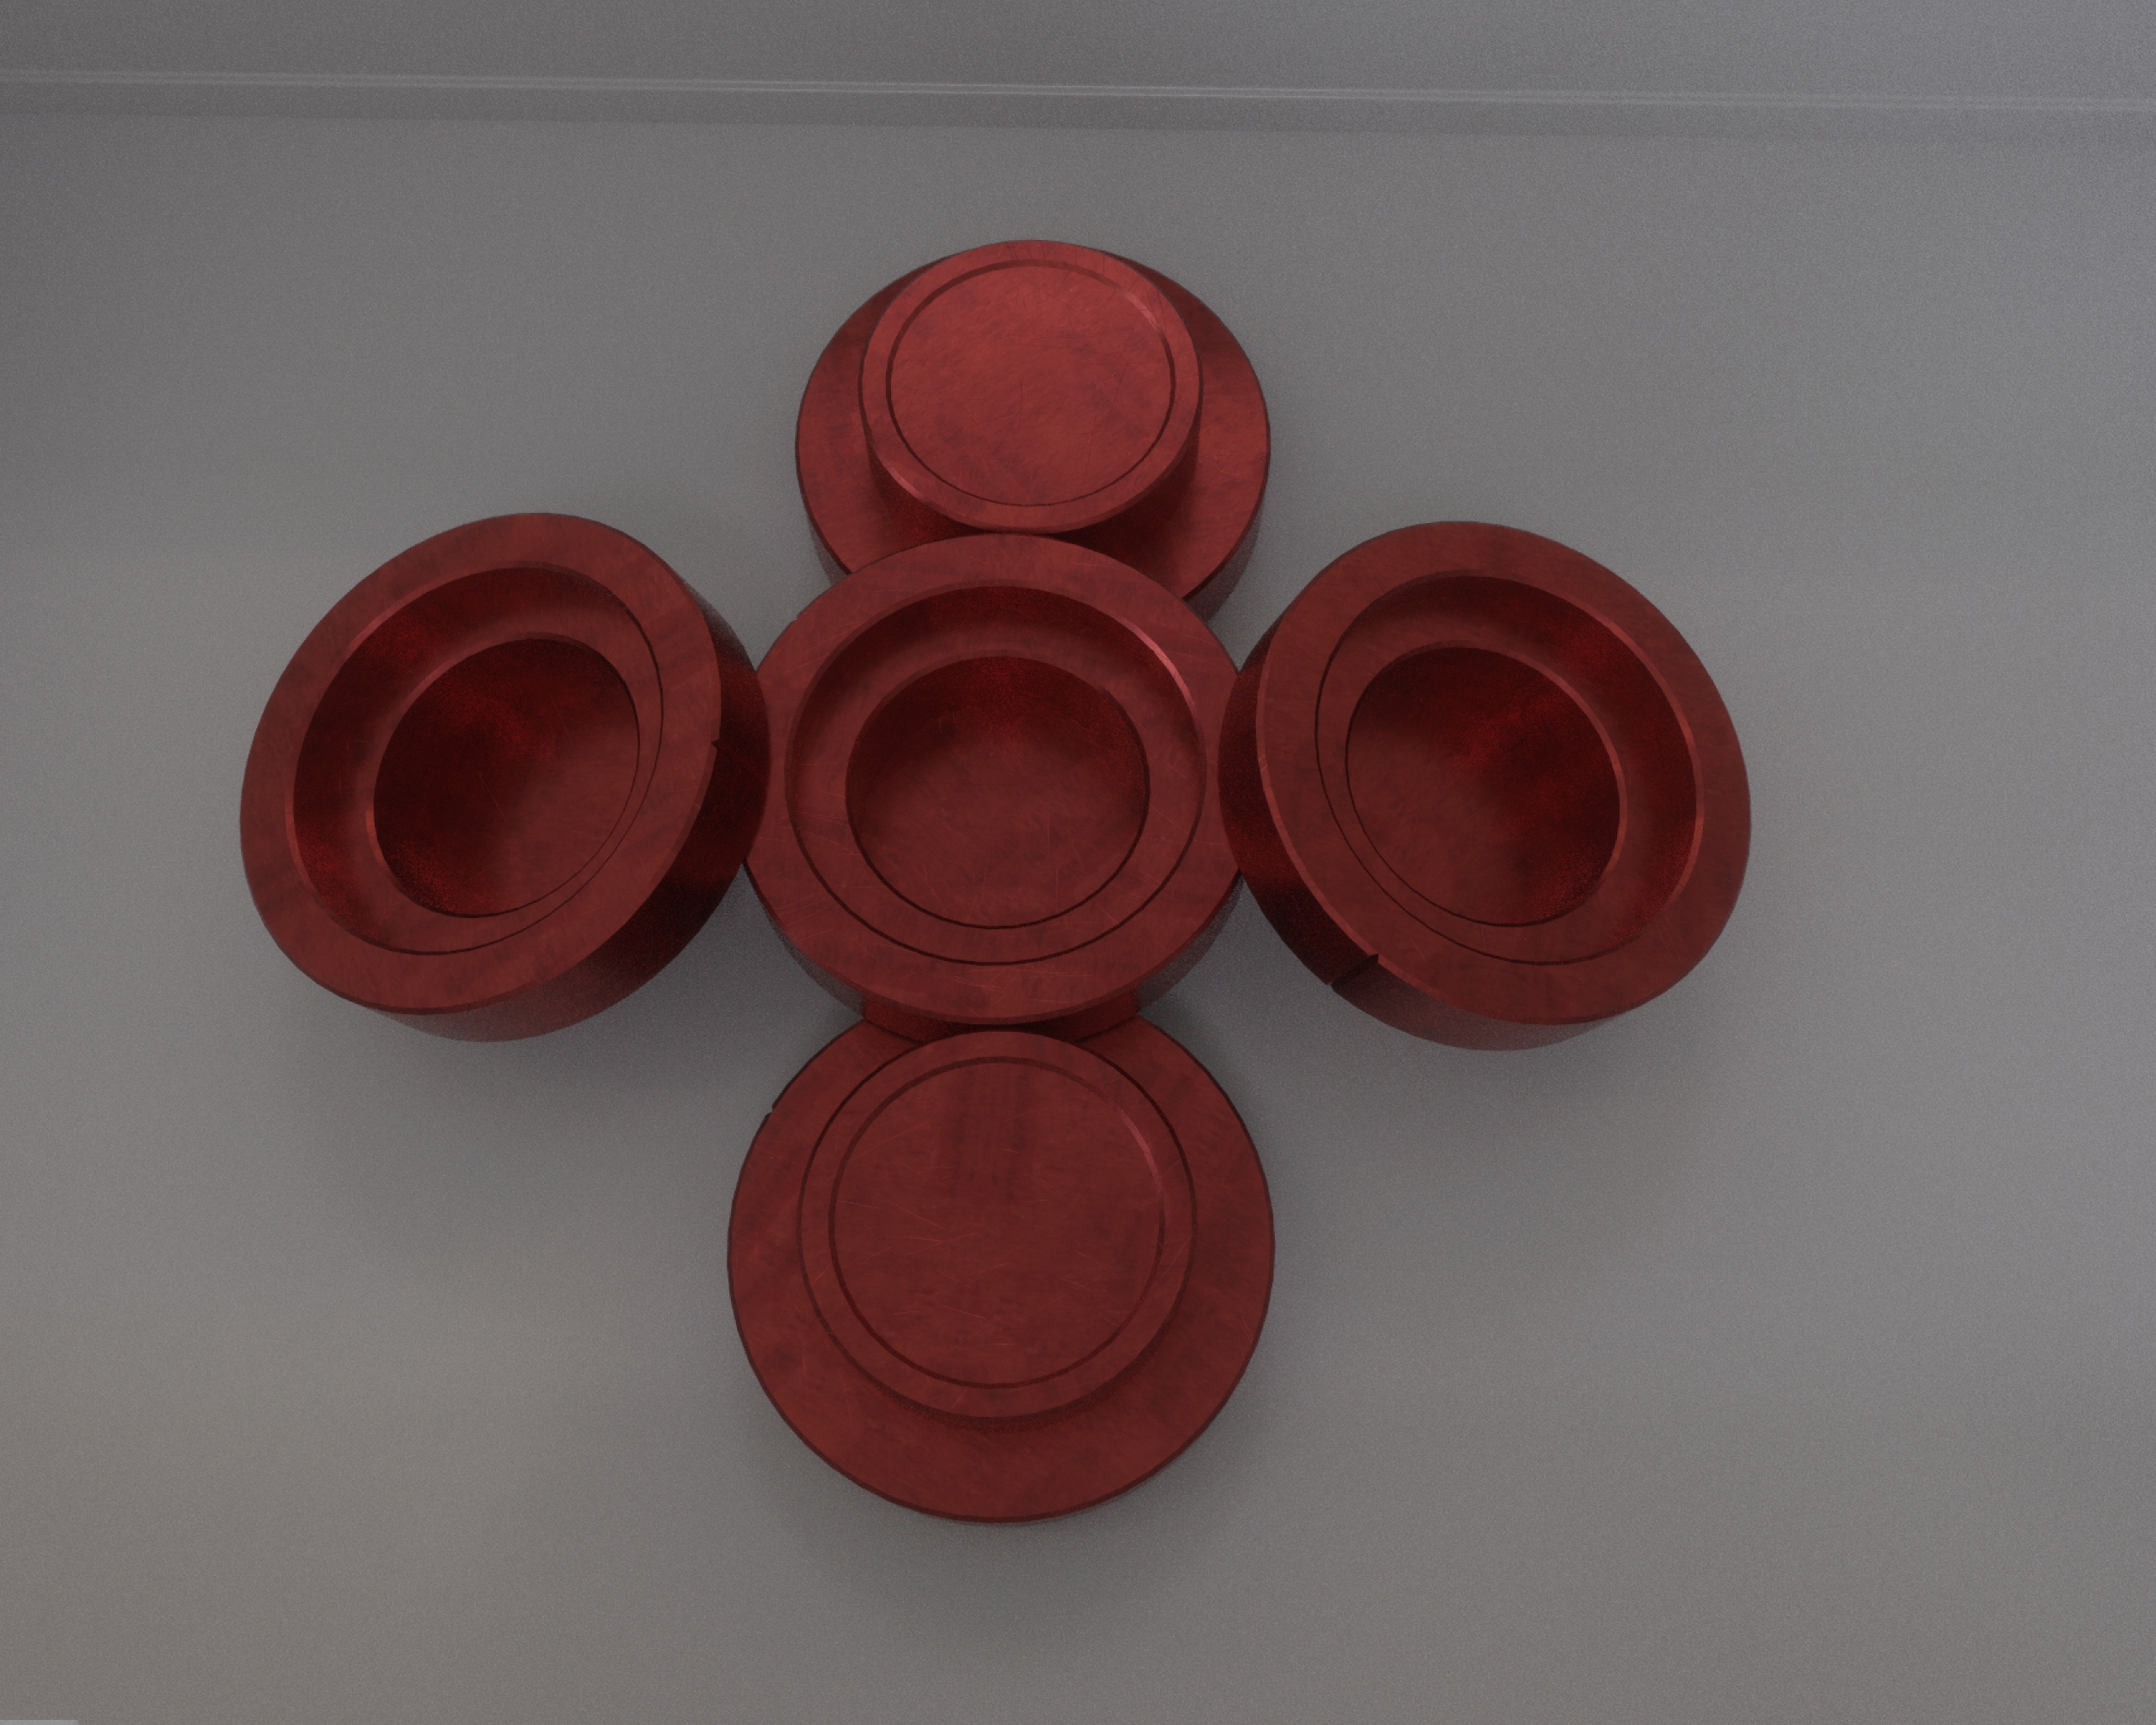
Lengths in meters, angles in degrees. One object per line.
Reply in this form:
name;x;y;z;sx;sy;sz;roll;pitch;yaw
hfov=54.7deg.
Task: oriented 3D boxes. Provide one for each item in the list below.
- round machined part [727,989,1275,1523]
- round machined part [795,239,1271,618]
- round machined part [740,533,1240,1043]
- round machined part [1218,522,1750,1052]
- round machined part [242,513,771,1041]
round machined part;-0.014;0.067;0.374;0.099;0.042;0.098;0;70;0
round machined part;-0.009;-0.088;0.431;0.099;0.042;0.098;0;70;0
round machined part;-0.015;-0.011;0.402;0.099;0.042;0.098;0;70;0
round machined part;0.072;-0.011;0.394;0.099;0.042;0.098;6;69;-16
round machined part;-0.103;-0.013;0.394;0.098;0.042;0.098;-6;69;16
